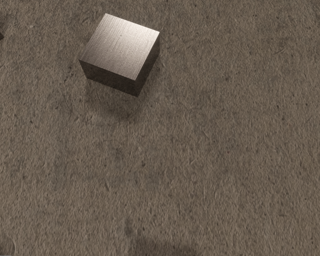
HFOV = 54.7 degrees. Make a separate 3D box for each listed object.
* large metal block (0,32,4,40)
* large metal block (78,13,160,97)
[{"bbox_3d":[-0.292,-0.142,0.443,0.080,0.050,0.080,40,74,13],"label":"large metal block"},{"bbox_3d":[-0.053,-0.100,0.431,0.080,0.050,0.080,22,71,7],"label":"large metal block"}]
